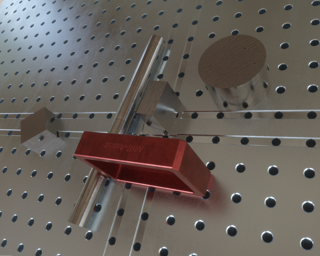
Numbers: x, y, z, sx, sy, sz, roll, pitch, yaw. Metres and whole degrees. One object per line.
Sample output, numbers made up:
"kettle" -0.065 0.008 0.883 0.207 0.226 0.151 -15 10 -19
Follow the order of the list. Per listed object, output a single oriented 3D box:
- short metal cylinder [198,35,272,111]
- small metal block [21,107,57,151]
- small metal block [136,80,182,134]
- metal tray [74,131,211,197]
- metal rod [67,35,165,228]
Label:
"short metal cylinder" 0.094 -0.068 0.384 0.080 0.050 0.080 -13 56 20
"small metal block" -0.200 0.001 0.510 0.050 0.025 0.050 -28 52 10
"small metal block" 0.000 -0.027 0.407 0.025 0.050 0.050 10 67 32
"metal tray" -0.019 0.041 0.350 0.130 0.090 0.030 4 64 29
"metal rod" -0.054 -0.010 0.440 0.025 0.025 0.300 8 65 31
